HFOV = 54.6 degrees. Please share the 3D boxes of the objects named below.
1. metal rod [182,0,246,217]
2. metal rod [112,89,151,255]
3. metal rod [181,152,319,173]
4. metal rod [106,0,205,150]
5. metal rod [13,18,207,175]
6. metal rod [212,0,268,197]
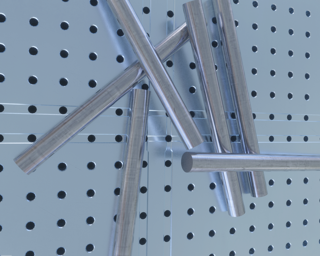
[{"bbox_3d":[0.077,-0.018,0.425,0.025,0.025,0.298,-18,102,-19],"label":"metal rod"},{"bbox_3d":[-0.041,0.100,0.397,0.025,0.025,0.299,8,87,-20],"label":"metal rod"},{"bbox_3d":[0.164,0.050,0.447,0.302,0.025,0.025,4,89,-29],"label":"metal rod"},{"bbox_3d":[-0.027,-0.110,0.379,0.025,0.025,0.299,-29,91,-18],"label":"metal rod"},{"bbox_3d":[-0.051,-0.053,0.393,0.301,0.025,0.025,-42,104,-15],"label":"metal rod"},{"bbox_3d":[0.118,-0.045,0.455,0.025,0.025,0.298,-14,95,-19],"label":"metal rod"}]
